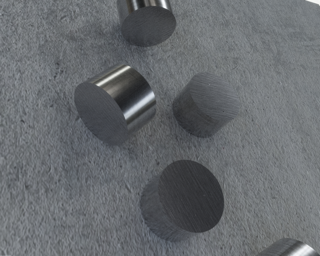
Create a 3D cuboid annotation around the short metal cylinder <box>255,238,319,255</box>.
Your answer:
[{"bbox_3d":[0.141,0.170,0.340,0.050,0.080,0.080,-15,70,-34],"label":"short metal cylinder"}]

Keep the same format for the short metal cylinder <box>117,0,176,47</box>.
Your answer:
[{"bbox_3d":[-0.021,-0.167,0.459,0.081,0.080,0.050,2,61,-27],"label":"short metal cylinder"}]

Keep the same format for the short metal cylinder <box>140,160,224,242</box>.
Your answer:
[{"bbox_3d":[0.024,0.082,0.350,0.081,0.050,0.080,14,56,-21],"label":"short metal cylinder"}]

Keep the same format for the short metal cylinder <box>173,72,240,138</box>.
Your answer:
[{"bbox_3d":[0.065,-0.033,0.442,0.081,0.050,0.080,14,56,-21],"label":"short metal cylinder"}]

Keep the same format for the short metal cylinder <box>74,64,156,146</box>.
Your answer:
[{"bbox_3d":[-0.051,-0.027,0.357,0.080,0.080,0.050,46,51,3],"label":"short metal cylinder"}]
